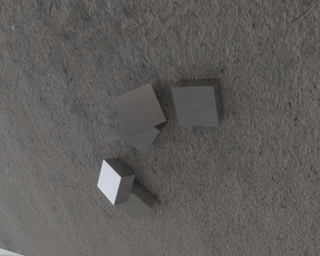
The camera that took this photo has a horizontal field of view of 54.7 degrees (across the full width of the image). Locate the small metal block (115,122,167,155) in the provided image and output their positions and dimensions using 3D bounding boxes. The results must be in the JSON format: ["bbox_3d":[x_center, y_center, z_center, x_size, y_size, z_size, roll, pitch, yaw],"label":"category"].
[{"bbox_3d":[-0.025,0.000,0.420,0.050,0.025,0.050,36,129,4],"label":"small metal block"}]

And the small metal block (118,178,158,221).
[{"bbox_3d":[-0.041,0.115,0.500,0.050,0.025,0.050,42,129,-1],"label":"small metal block"}]

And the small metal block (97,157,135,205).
[{"bbox_3d":[-0.068,0.080,0.472,0.050,0.025,0.050,36,119,40],"label":"small metal block"}]

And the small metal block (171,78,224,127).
[{"bbox_3d":[0.045,-0.030,0.364,0.050,0.025,0.050,2,120,27],"label":"small metal block"}]

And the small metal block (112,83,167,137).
[{"bbox_3d":[-0.024,-0.022,0.383,0.050,0.025,0.050,-23,88,3],"label":"small metal block"}]
